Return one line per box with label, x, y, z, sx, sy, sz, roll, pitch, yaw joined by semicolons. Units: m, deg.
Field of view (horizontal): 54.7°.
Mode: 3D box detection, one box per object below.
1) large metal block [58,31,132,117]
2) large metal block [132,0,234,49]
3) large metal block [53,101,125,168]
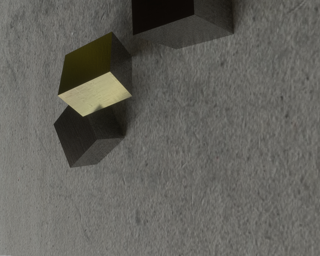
large metal block;-0.086;-0.073;0.424;0.080;0.050;0.080;-20;50;19
large metal block;0.026;-0.129;0.346;0.080;0.081;0.050;-4;88;39
large metal block;-0.111;0.004;0.476;0.080;0.050;0.080;-42;65;33
